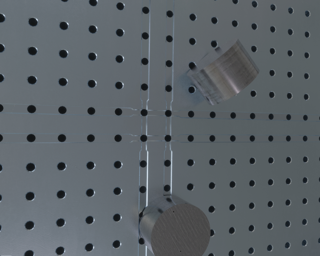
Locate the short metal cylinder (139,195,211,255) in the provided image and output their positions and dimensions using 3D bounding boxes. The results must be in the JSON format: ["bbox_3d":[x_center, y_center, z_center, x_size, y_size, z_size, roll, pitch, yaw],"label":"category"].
[{"bbox_3d":[0.018,0.133,0.406,0.081,0.050,0.079,0,90,-20],"label":"short metal cylinder"}]

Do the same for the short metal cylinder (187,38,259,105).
[{"bbox_3d":[0.083,-0.075,0.414,0.080,0.080,0.050,-42,104,-15],"label":"short metal cylinder"}]
